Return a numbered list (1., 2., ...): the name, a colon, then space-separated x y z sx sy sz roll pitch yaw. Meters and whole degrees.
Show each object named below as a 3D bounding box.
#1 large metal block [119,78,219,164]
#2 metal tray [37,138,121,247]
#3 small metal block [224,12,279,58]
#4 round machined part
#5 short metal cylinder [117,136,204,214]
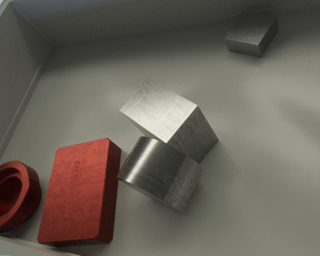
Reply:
1. large metal block: 0.012 -0.003 0.365 0.080 0.080 0.050 34 81 38
2. metal tray: -0.102 0.083 0.403 0.090 0.030 0.130 -12 57 21
3. small metal block: 0.124 -0.127 0.418 0.050 0.025 0.050 25 75 36
4. round machined part: -0.210 0.100 0.441 0.098 0.042 0.098 -13 56 20
5. short metal cylinder: 0.000 0.051 0.338 0.080 0.080 0.050 18 72 35
